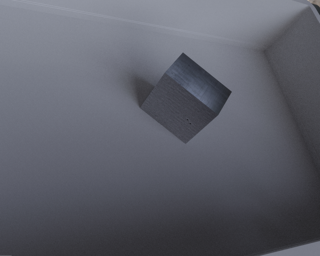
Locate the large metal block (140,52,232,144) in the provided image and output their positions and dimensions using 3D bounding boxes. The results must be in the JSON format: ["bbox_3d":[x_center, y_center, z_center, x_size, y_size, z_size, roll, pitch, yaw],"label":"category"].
[{"bbox_3d":[0.032,-0.037,0.410,0.080,0.080,0.050,38,51,-3],"label":"large metal block"}]
